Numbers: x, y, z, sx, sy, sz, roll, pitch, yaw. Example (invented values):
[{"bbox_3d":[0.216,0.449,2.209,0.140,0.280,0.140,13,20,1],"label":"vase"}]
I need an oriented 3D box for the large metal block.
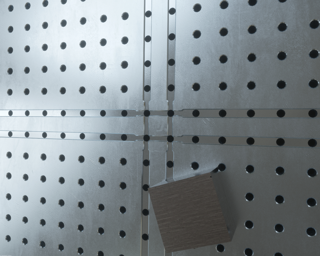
[{"bbox_3d":[0.041,0.100,0.385,0.080,0.050,0.080,-18,84,19],"label":"large metal block"}]
